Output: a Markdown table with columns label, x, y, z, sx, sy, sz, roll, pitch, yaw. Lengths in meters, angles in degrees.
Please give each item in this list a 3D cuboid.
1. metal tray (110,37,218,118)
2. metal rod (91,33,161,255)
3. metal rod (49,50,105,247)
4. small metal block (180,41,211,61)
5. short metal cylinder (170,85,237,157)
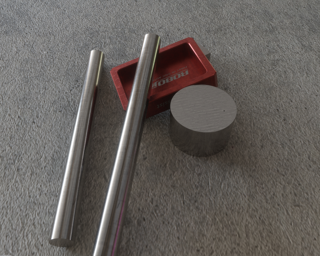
| label | x | y | z | sx | sy | sz | roll | pitch | yaw |
| --- | --- | --- | --- | --- | --- | --- | --- | --- | --- |
| metal tray | 0.004 | -0.070 | 0.438 | 0.131 | 0.030 | 0.090 | -23 | 53 | -2 |
| metal rod | -0.033 | 0.004 | 0.365 | 0.025 | 0.025 | 0.300 | 7 | 61 | 5 |
| metal rod | -0.099 | -0.001 | 0.403 | 0.025 | 0.025 | 0.300 | -1 | 50 | -1 |
| small metal block | 0.045 | -0.116 | 0.501 | 0.050 | 0.025 | 0.050 | -27 | 55 | -21 |
| short metal cylinder | 0.053 | -0.010 | 0.396 | 0.081 | 0.050 | 0.080 | 0 | 50 | 0 |
